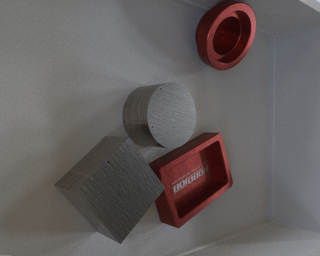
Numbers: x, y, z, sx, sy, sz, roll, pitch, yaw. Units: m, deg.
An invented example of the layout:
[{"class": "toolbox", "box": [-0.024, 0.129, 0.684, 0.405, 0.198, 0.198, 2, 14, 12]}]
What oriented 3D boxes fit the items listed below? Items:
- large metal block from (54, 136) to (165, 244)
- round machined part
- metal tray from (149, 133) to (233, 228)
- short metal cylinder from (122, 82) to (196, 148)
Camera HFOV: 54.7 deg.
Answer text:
[{"class": "large metal block", "box": [-0.053, 0.066, 0.347, 0.080, 0.050, 0.080, -47, 119, -30]}, {"class": "round machined part", "box": [0.092, -0.138, 0.458, 0.099, 0.042, 0.097, -22, 130, -28]}, {"class": "metal tray", "box": [0.047, 0.070, 0.445, 0.131, 0.030, 0.089, -26, 106, -37]}, {"class": "short metal cylinder", "box": [0.000, -0.015, 0.392, 0.081, 0.050, 0.079, 0, 90, -40]}]
